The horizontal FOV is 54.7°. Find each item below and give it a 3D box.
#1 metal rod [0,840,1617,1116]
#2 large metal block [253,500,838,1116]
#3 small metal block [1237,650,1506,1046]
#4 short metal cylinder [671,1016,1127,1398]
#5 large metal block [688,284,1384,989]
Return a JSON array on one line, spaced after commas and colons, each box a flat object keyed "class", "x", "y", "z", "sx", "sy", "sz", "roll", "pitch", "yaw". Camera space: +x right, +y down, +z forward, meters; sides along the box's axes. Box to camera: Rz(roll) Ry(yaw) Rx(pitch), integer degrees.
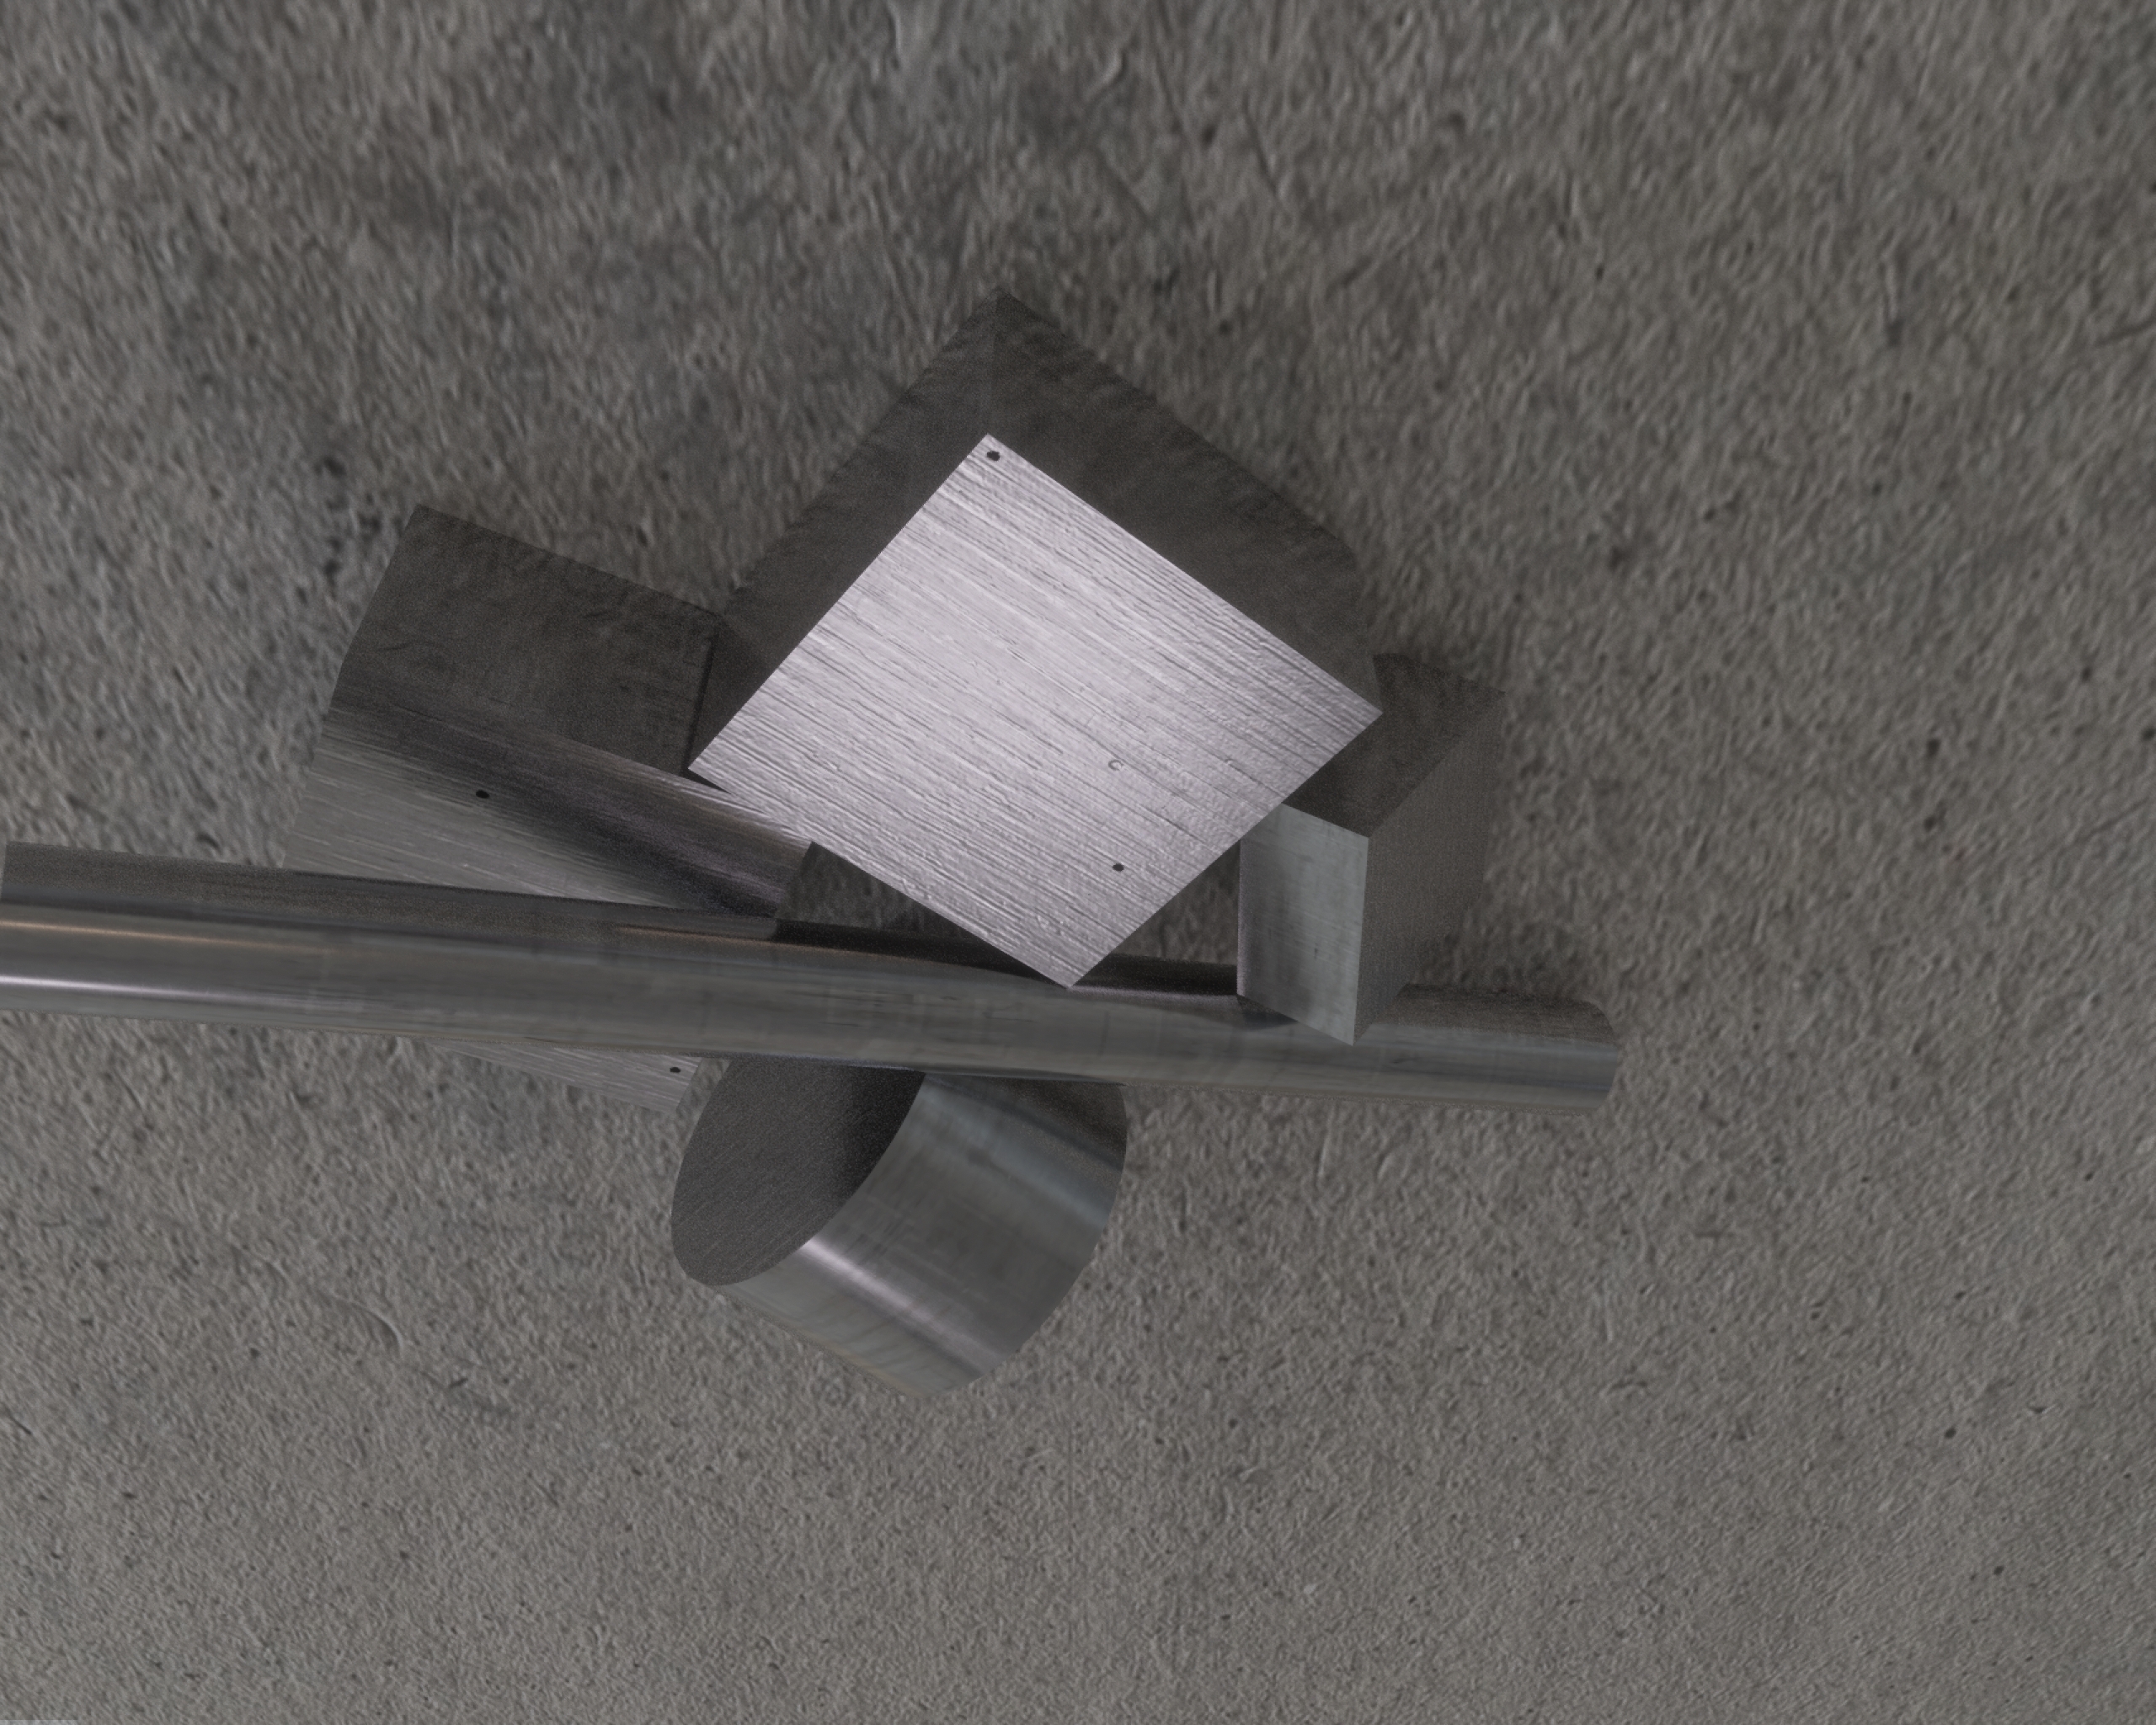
[{"class": "metal rod", "x": -0.026, "y": 0.025, "z": 0.376, "sx": 0.302, "sy": 0.025, "sz": 0.025, "roll": 7, "pitch": 132, "yaw": -28}, {"class": "large metal block", "x": -0.097, "y": -0.008, "z": 0.384, "sx": 0.080, "sy": 0.050, "sz": 0.079, "roll": 19, "pitch": 127, "yaw": -16}, {"class": "small metal block", "x": 0.054, "y": -0.003, "z": 0.387, "sx": 0.025, "sy": 0.050, "sz": 0.050, "roll": 24, "pitch": 137, "yaw": 27}, {"class": "short metal cylinder", "x": -0.037, "y": 0.060, "z": 0.423, "sx": 0.080, "sy": 0.080, "sz": 0.050, "roll": -36, "pitch": 122, "yaw": 26}, {"class": "large metal block", "x": -0.007, "y": -0.036, "z": 0.358, "sx": 0.080, "sy": 0.050, "sz": 0.080, "roll": 32, "pitch": 123, "yaw": -25}]
